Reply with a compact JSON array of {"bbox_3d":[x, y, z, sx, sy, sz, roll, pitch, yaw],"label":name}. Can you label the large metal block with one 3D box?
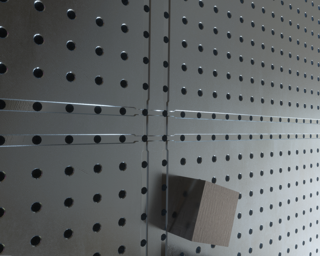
[{"bbox_3d":[0.064,0.121,0.449,0.080,0.050,0.080,25,74,-38],"label":"large metal block"}]
